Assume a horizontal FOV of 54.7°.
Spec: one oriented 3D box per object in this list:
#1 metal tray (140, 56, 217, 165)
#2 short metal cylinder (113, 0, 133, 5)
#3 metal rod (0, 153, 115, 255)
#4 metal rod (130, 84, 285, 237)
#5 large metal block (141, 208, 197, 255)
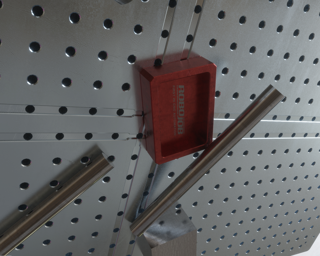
[{"bbox_3d":[0.026,-0.021,0.410,0.091,0.030,0.129,-16,125,-20],"label":"metal tray"},{"bbox_3d":[-0.035,-0.155,0.262,0.050,0.080,0.080,24,105,-37],"label":"short metal cylinder"},{"bbox_3d":[-0.183,0.136,0.396,0.300,0.025,0.025,-39,130,-2],"label":"metal rod"},{"bbox_3d":[0.057,0.057,0.446,0.025,0.025,0.299,27,114,-38],"label":"metal rod"},{"bbox_3d":[0.014,0.194,0.526,0.081,0.050,0.079,-17,125,-19],"label":"large metal block"}]
